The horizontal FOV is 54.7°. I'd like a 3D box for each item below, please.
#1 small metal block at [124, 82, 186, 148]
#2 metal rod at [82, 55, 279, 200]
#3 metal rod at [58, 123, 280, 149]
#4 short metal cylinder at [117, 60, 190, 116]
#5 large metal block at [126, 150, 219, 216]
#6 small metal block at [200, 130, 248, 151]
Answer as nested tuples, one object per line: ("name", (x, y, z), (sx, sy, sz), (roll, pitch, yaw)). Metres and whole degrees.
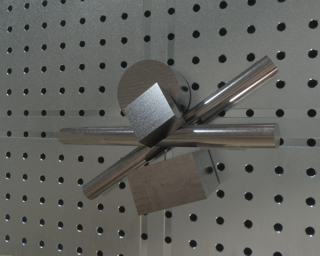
("small metal block", (-0.007, -0.014, 0.349), (0.050, 0.025, 0.050), (-37, 56, 16))
("metal rod", (0.015, 0.009, 0.404), (0.300, 0.025, 0.025), (-36, 79, 16))
("metal rod", (-0.014, 0.010, 0.376), (0.300, 0.025, 0.025), (-1, 90, 33))
("short metal cylinder", (-0.007, -0.043, 0.398), (0.080, 0.050, 0.079), (0, 89, 20))
("large metal block", (0.018, 0.061, 0.372), (0.080, 0.080, 0.050), (-19, 84, 19))
("small metal block", (0.078, 0.012, 0.368), (0.050, 0.050, 0.025), (0, 90, 21))
